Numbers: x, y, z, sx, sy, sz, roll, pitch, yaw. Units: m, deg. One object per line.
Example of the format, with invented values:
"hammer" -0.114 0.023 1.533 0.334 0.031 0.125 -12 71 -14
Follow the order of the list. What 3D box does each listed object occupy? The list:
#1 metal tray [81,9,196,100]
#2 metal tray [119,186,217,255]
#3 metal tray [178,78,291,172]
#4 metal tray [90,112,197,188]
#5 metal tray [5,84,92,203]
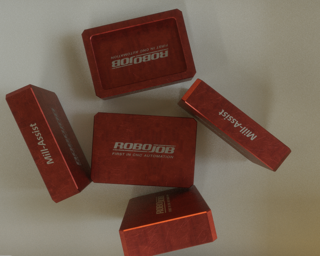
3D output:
"metal tray" -0.027 -0.095 0.407 0.131 0.030 0.089 -13 90 -1
"metal tray" 0.007 0.101 0.356 0.091 0.130 0.030 -12 91 -1
"metal tray" 0.084 -0.004 0.377 0.130 0.090 0.030 38 91 -1
"metal tray" -0.020 0.028 0.406 0.131 0.030 0.089 3 90 -1
"metal tray" -0.127 0.017 0.375 0.030 0.090 0.129 -25 91 -1
